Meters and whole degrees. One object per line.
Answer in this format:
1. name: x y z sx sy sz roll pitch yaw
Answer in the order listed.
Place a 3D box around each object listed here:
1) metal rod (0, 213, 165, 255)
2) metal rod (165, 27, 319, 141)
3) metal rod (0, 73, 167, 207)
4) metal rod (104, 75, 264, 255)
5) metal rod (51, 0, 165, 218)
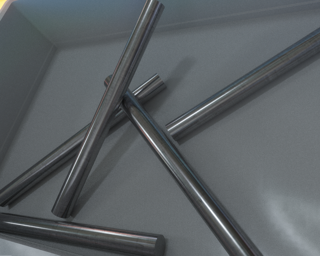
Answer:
1. metal rod: -0.134 0.130 0.396 0.300 0.025 0.025 -2 61 27
2. metal rod: 0.140 -0.073 0.377 0.300 0.025 0.025 -32 52 7
3. metal rod: -0.118 0.019 0.456 0.300 0.025 0.025 -36 51 3
4. metal rod: 0.009 0.030 0.363 0.025 0.025 0.300 -40 57 1
5. metal rod: -0.068 -0.023 0.400 0.025 0.025 0.299 27 93 37
